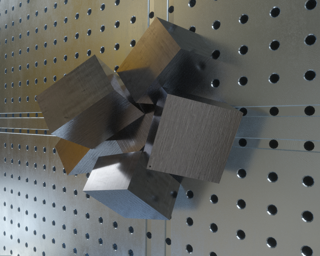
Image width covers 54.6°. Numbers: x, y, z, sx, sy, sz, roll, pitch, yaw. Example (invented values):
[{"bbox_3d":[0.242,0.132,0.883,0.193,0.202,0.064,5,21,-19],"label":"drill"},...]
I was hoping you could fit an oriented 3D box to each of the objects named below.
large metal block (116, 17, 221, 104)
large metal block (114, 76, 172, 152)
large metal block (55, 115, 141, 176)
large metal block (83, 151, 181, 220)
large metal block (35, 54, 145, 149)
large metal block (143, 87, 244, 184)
[{"bbox_3d":[0.010,-0.073,0.366,0.080,0.081,0.050,-47,63,30],"label":"large metal block"},{"bbox_3d":[-0.020,-0.012,0.413,0.080,0.050,0.080,-47,62,30],"label":"large metal block"},{"bbox_3d":[-0.089,0.021,0.447,0.080,0.081,0.050,-46,63,30],"label":"large metal block"},{"bbox_3d":[-0.035,0.075,0.394,0.080,0.080,0.050,-11,47,39],"label":"large metal block"},{"bbox_3d":[-0.077,-0.025,0.356,0.080,0.080,0.050,-34,67,8],"label":"large metal block"},{"bbox_3d":[0.032,0.007,0.338,0.050,0.080,0.080,-115,39,-73],"label":"large metal block"}]
